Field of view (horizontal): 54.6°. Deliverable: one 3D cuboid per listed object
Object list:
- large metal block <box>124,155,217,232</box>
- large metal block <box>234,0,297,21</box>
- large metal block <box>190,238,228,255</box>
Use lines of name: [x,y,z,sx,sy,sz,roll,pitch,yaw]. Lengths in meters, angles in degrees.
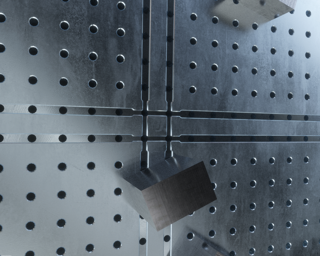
large metal block: [0.010,0.076,0.387,0.081,0.080,0.050,-23,98,-18]
large metal block: [0.160,-0.220,0.457,0.080,0.050,0.080,20,83,-19]
large metal block: [0.076,0.214,0.427,0.080,0.050,0.080,36,78,-17]
